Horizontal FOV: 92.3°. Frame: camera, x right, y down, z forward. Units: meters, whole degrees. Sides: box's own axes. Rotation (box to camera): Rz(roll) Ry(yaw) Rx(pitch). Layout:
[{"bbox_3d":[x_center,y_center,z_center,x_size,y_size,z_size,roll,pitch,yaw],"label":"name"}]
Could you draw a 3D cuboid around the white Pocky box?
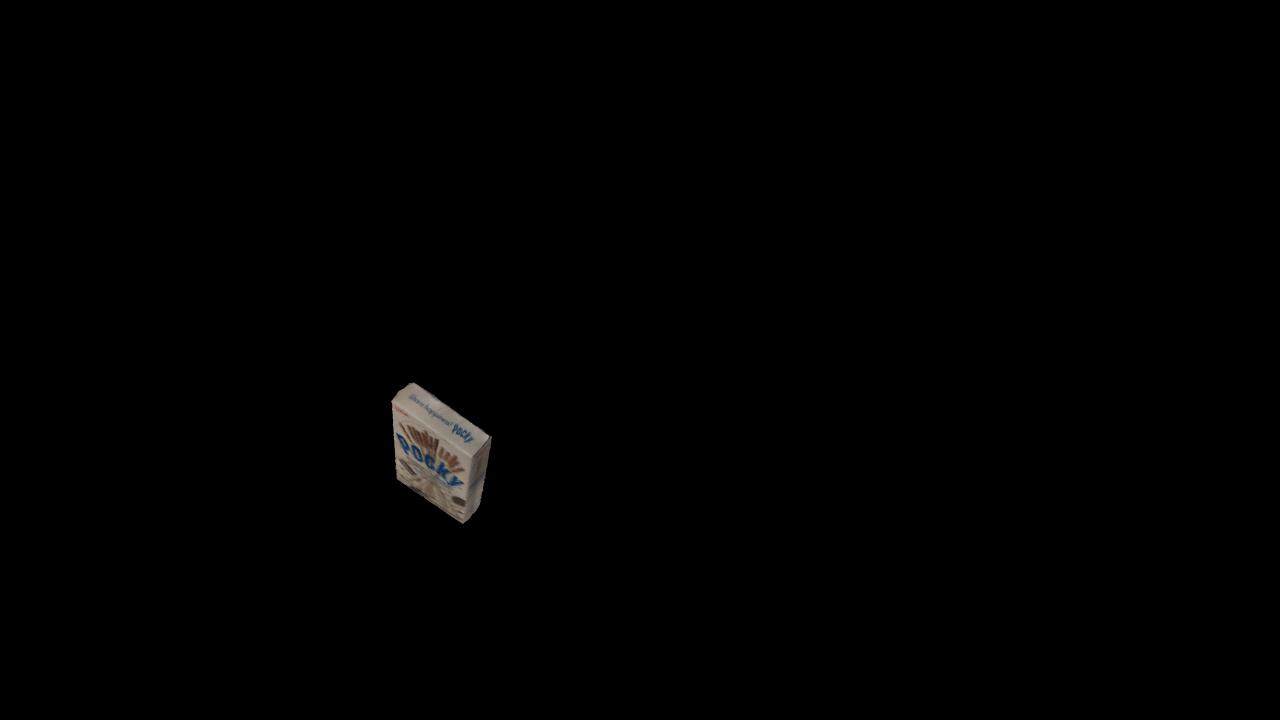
[{"bbox_3d":[-0.178,0.089,0.548,0.084,0.028,0.154,33,-38,5],"label":"white Pocky box"}]
